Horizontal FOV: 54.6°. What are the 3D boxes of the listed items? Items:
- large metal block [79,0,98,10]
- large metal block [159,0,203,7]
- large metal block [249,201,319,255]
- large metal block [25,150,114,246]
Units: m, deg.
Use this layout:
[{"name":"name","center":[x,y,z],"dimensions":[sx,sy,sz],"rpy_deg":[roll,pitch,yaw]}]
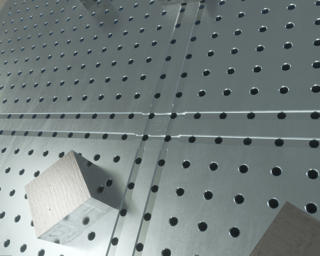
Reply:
[{"name":"large metal block","center":[-0.174,-0.313,0.658],"dimensions":[0.050,0.080,0.080],"rpy_deg":[-41,51,1]},{"name":"large metal block","center":[0.039,-0.263,0.534],"dimensions":[0.080,0.050,0.080],"rpy_deg":[5,64,30]},{"name":"large metal block","center":[0.106,0.116,0.247],"dimensions":[0.050,0.080,0.080],"rpy_deg":[32,79,38]},{"name":"large metal block","center":[-0.118,0.090,0.401],"dimensions":[0.080,0.050,0.080],"rpy_deg":[-38,51,3]}]
